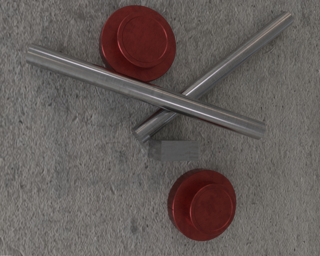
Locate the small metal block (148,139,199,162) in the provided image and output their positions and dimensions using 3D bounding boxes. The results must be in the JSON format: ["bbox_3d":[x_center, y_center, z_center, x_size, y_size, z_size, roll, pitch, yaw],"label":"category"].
[{"bbox_3d":[0.017,0.028,0.402,0.050,0.050,0.025,1,90,-20],"label":"small metal block"}]

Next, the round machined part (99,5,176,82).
[{"bbox_3d":[-0.024,-0.107,0.391,0.099,0.042,0.097,0,90,-20],"label":"round machined part"}]

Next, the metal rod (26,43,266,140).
[{"bbox_3d":[-0.007,-0.041,0.384,0.302,0.025,0.025,18,84,-11],"label":"metal rod"}]

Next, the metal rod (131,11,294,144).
[{"bbox_3d":[0.084,-0.079,0.439,0.301,0.025,0.025,-39,103,-16],"label":"metal rod"}]

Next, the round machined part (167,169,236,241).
[{"bbox_3d":[0.063,0.107,0.424,0.099,0.042,0.097,0,90,-20],"label":"round machined part"}]
